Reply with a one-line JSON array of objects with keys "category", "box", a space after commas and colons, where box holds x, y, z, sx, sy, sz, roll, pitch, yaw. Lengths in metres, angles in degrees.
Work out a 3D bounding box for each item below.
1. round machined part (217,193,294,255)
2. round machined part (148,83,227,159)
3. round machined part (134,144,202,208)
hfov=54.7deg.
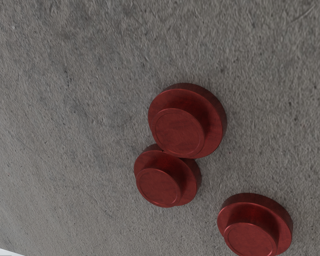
[{"category": "round machined part", "box": [0.124, 0.139, 0.416, 0.098, 0.042, 0.097, 13, 124, 21]}, {"category": "round machined part", "box": [0.029, -0.002, 0.379, 0.098, 0.042, 0.097, 13, 124, 21]}, {"category": "round machined part", "box": [0.005, 0.073, 0.438, 0.098, 0.042, 0.097, 13, 124, 21]}]
